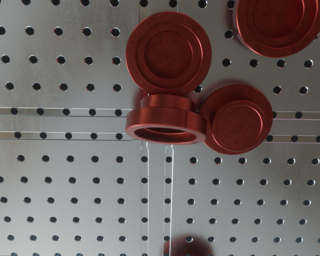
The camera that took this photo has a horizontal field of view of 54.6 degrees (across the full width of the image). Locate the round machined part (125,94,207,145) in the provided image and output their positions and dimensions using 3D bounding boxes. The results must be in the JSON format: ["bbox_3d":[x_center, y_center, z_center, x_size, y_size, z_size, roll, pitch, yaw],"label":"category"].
[{"bbox_3d":[0.009,-0.010,0.381,0.099,0.098,0.042,6,75,-2],"label":"round machined part"}]

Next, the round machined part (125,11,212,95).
[{"bbox_3d":[0.010,-0.088,0.372,0.099,0.042,0.097,0,110,0],"label":"round machined part"}]

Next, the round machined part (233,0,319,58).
[{"bbox_3d":[0.133,-0.132,0.356,0.099,0.042,0.097,0,110,0],"label":"round machined part"}]

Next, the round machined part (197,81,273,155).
[{"bbox_3d":[0.098,-0.008,0.402,0.099,0.042,0.097,0,110,0],"label":"round machined part"}]
